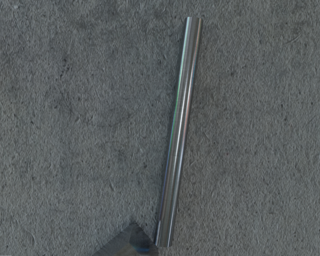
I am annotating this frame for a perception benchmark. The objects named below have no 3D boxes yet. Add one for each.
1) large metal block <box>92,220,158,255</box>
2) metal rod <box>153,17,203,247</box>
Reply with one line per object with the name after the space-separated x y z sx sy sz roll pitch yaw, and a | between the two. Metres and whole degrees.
-0.049 0.171 0.382 0.080 0.080 0.050 -39 90 0 | large metal block
0.024 0.005 0.410 0.025 0.025 0.298 8 90 0 | metal rod
